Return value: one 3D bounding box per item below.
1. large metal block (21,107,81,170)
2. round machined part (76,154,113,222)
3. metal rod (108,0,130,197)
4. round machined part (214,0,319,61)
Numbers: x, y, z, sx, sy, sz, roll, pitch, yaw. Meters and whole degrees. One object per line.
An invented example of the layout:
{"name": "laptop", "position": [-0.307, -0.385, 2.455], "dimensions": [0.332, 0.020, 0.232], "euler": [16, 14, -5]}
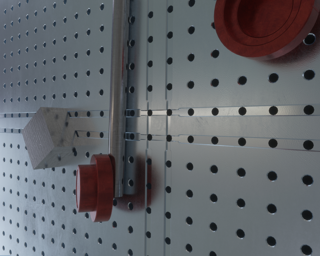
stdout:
{"name": "large metal block", "position": [-0.197, 0.019, 0.556], "dimensions": [0.080, 0.050, 0.080], "euler": [-40, 66, 33]}
{"name": "round machined part", "position": [-0.099, 0.087, 0.452], "dimensions": [0.098, 0.042, 0.097], "euler": [-178, 90, -70]}
{"name": "metal rod", "position": [-0.062, -0.048, 0.460], "dimensions": [0.025, 0.025, 0.298], "euler": [3, 92, 40]}
{"name": "round machined part", "position": [0.108, -0.116, 0.310], "dimensions": [0.098, 0.042, 0.097], "euler": [0, 90, 40]}
